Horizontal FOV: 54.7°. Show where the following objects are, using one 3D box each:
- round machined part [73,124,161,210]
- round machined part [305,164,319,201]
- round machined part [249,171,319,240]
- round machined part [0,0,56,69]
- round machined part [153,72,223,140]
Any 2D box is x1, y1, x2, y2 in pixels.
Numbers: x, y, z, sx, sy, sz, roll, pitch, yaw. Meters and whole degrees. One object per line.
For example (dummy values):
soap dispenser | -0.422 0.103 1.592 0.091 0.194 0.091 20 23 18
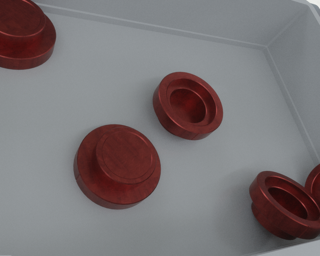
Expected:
round machined part | -0.043 0.038 0.348 0.099 0.042 0.098 14 56 -21
round machined part | 0.267 0.095 0.447 0.042 0.098 0.098 24 51 -36
round machined part | 0.159 0.104 0.400 0.099 0.042 0.098 20 27 -11
round machined part | -0.177 -0.122 0.374 0.099 0.042 0.098 14 56 -21
round machined part | 0.035 -0.026 0.429 0.099 0.042 0.098 14 56 -21
